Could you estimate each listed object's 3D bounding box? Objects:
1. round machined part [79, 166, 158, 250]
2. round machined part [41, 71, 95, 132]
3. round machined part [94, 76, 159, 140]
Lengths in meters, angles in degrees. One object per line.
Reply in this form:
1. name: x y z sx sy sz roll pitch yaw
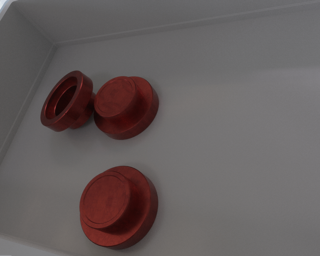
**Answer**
1. round machined part: -0.056 0.090 0.369 0.098 0.042 0.098 -13 56 21
2. round machined part: -0.136 -0.037 0.479 0.098 0.042 0.098 -25 47 30
3. round machined part: -0.055 -0.036 0.446 0.098 0.042 0.098 -13 56 21
